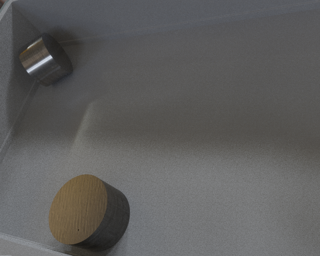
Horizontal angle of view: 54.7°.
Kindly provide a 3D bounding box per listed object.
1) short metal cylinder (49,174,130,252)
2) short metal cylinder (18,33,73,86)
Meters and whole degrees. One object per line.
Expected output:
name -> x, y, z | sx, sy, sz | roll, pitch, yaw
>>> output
short metal cylinder -> -0.084, 0.102, 0.371 | 0.080, 0.050, 0.080 | -13, 56, 21
short metal cylinder -> -0.202, -0.121, 0.551 | 0.050, 0.080, 0.080 | -30, 52, 9
